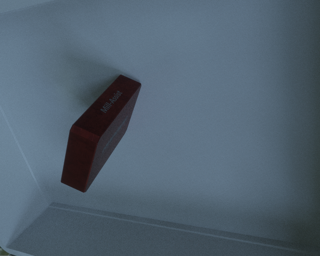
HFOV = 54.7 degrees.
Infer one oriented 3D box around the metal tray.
[{"bbox_3d":[-0.068,0.002,0.374,0.030,0.130,0.089,25,128,2],"label":"metal tray"}]
